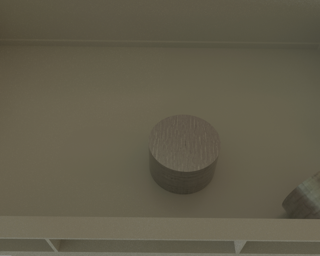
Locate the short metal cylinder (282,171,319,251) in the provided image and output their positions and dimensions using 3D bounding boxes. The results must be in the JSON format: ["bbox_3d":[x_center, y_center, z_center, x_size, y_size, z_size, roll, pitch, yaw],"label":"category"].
[{"bbox_3d":[0.172,0.077,0.307,0.081,0.080,0.050,-19,53,-16],"label":"short metal cylinder"}]

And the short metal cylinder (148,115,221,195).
[{"bbox_3d":[0.027,0.030,0.364,0.081,0.050,0.080,0,50,0],"label":"short metal cylinder"}]
